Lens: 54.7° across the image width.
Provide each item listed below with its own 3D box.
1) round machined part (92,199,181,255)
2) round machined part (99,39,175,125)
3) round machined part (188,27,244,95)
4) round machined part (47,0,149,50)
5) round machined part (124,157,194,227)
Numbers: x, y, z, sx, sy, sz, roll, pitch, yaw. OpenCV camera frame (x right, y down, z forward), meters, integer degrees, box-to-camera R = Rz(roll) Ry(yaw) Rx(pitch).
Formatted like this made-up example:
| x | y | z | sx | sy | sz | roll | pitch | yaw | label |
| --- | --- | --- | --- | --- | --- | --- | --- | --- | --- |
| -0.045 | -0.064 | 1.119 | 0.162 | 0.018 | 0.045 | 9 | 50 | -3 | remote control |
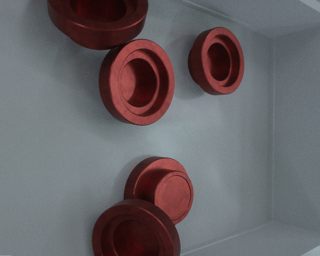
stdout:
| x | y | z | sx | sy | sz | roll | pitch | yaw | label |
| --- | --- | --- | --- | --- | --- | --- | --- | --- | --- |
| -0.024 | 0.127 | 0.350 | 0.042 | 0.098 | 0.097 | -17 | 103 | -69 | round machined part |
| -0.031 | -0.053 | 0.366 | 0.099 | 0.042 | 0.097 | -8 | 102 | -44 | round machined part |
| 0.080 | -0.098 | 0.465 | 0.099 | 0.042 | 0.097 | 0 | 90 | -40 | round machined part |
| -0.064 | -0.120 | 0.322 | 0.099 | 0.042 | 0.098 | 7 | 57 | -11 | round machined part |
| 0.006 | 0.087 | 0.402 | 0.099 | 0.042 | 0.097 | 0 | 90 | -40 | round machined part |
